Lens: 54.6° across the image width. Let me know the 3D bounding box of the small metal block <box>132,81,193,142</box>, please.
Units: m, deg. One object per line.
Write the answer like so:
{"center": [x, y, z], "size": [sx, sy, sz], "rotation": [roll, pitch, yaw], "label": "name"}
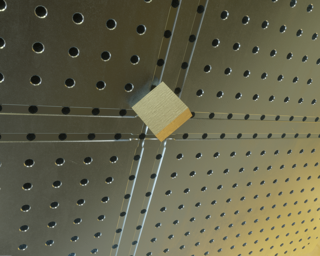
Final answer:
{"center": [0.003, -0.020, 0.380], "size": [0.050, 0.050, 0.025], "rotation": [-40, 154, -1], "label": "small metal block"}
